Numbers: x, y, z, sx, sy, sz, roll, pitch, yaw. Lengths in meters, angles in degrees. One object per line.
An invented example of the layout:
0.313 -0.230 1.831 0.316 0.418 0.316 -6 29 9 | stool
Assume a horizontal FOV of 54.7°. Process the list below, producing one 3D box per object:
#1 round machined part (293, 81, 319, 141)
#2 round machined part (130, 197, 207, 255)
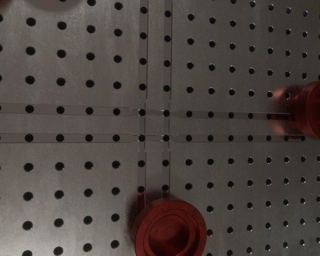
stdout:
0.258 -0.028 0.501 0.099 0.042 0.097 0 90 -21 | round machined part
0.008 0.140 0.408 0.099 0.042 0.097 0 90 -21 | round machined part
